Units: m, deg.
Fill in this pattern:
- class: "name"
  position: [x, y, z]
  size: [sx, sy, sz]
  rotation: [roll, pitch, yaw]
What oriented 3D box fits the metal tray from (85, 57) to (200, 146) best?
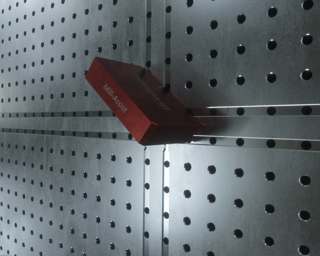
- class: "metal tray"
  position: [-0.022, -0.034, 0.382]
  size: [0.130, 0.091, 0.030]
  rotation: [48, 119, 29]
